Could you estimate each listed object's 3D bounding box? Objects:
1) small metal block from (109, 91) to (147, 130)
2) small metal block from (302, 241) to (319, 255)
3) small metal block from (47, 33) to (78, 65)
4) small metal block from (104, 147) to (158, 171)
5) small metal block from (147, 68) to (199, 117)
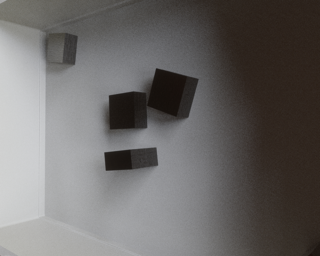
[{"bbox_3d":[-0.046,-0.024,0.443,0.050,0.025,0.050,-3,88,39],"label":"small metal block"},{"bbox_3d":[0.148,0.129,0.268,0.050,0.050,0.025,49,119,28],"label":"small metal block"},{"bbox_3d":[-0.173,-0.139,0.546,0.050,0.025,0.050,12,97,39],"label":"small metal block"},{"bbox_3d":[-0.039,0.042,0.420,0.050,0.050,0.025,-9,84,39],"label":"small metal block"},{"bbox_3d":[0.016,-0.045,0.392,0.050,0.025,0.050,23,104,37],"label":"small metal block"}]
